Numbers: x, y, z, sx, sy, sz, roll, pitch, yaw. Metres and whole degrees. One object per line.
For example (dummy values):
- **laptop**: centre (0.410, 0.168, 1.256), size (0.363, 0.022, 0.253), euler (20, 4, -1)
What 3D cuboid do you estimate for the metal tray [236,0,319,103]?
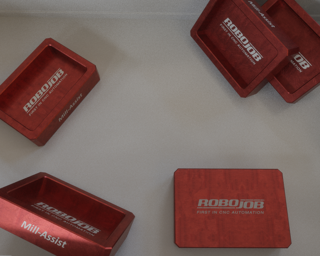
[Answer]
- **metal tray**: centre (0.173, -0.109, 0.422), size (0.090, 0.030, 0.130), euler (-42, 72, 23)

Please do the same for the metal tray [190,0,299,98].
- **metal tray**: centre (0.107, -0.117, 0.417), size (0.030, 0.089, 0.130), euler (-21, 69, -39)

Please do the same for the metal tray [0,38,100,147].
- **metal tray**: centre (-0.158, -0.051, 0.424), size (0.090, 0.030, 0.130), euler (33, 73, 11)

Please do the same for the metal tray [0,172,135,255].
- **metal tray**: centre (-0.102, 0.096, 0.337), size (0.130, 0.090, 0.030), euler (23, 99, 8)

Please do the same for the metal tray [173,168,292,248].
- **metal tray**: centre (0.082, 0.096, 0.372), size (0.131, 0.030, 0.090), euler (0, 70, 0)
